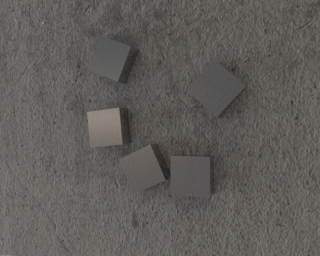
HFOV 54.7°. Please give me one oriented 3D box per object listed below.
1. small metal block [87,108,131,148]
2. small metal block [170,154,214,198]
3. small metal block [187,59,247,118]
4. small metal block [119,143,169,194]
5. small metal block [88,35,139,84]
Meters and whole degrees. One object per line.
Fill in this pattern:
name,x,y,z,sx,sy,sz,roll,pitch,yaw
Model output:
small metal block,-0.071,0.000,0.434,0.050,0.025,0.050,-6,88,19
small metal block,0.041,0.060,0.394,0.050,0.025,0.050,0,90,20
small metal block,0.071,-0.048,0.384,0.050,0.025,0.050,45,104,14
small metal block,-0.020,0.054,0.416,0.050,0.025,0.050,-26,82,18
small metal block,-0.065,-0.095,0.432,0.050,0.025,0.050,24,98,18
